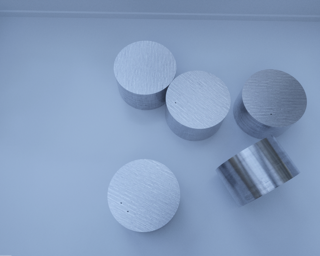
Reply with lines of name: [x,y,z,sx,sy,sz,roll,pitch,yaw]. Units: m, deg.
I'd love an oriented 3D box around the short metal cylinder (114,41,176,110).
short metal cylinder: [-0.019,-0.071,0.422,0.081,0.050,0.080,0,70,0]

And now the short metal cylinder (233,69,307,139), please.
short metal cylinder: [0.143,-0.030,0.409,0.081,0.050,0.080,0,70,0]

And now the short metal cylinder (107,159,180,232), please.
short metal cylinder: [-0.018,0.082,0.366,0.081,0.050,0.080,0,70,0]

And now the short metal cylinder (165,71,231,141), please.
short metal cylinder: [0.047,-0.028,0.407,0.081,0.050,0.080,0,70,0]

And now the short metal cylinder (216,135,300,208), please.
short metal cylinder: [0.113,0.051,0.363,0.080,0.080,0.050,-27,73,-10]
